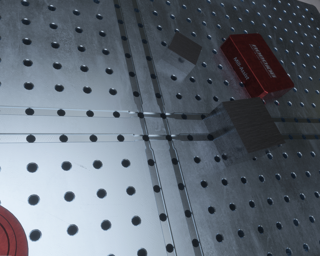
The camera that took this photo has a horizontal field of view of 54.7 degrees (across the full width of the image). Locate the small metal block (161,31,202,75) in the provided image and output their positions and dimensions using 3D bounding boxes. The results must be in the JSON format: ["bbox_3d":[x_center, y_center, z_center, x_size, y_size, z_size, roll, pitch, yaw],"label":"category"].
[{"bbox_3d":[0.036,-0.123,0.504,0.050,0.025,0.050,29,52,-10],"label":"small metal block"}]

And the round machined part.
[{"bbox_3d":[-0.154,0.100,0.241,0.099,0.042,0.098,24,45,-26],"label":"round machined part"}]

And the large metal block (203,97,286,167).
[{"bbox_3d":[0.124,0.004,0.459,0.081,0.050,0.080,-10,67,-33],"label":"large metal block"}]

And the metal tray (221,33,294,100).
[{"bbox_3d":[0.181,-0.116,0.576,0.091,0.030,0.130,-15,69,-34],"label":"metal tray"}]
